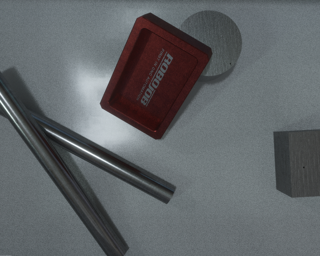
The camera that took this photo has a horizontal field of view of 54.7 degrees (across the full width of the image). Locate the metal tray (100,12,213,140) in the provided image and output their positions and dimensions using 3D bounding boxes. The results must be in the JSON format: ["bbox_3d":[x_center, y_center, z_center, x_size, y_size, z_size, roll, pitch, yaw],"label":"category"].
[{"bbox_3d":[-0.008,-0.058,0.376,0.090,0.030,0.129,30,122,-1],"label":"metal tray"}]

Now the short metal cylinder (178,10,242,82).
[{"bbox_3d":[0.059,-0.103,0.400,0.081,0.050,0.079,0,90,-1],"label":"short metal cylinder"}]

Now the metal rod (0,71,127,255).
[{"bbox_3d":[-0.135,0.045,0.391,0.025,0.025,0.299,-33,98,0],"label":"metal rod"}]

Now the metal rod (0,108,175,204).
[{"bbox_3d":[-0.118,0.019,0.409,0.301,0.025,0.025,28,90,-1],"label":"metal rod"}]

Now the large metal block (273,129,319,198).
[{"bbox_3d":[0.198,0.043,0.402,0.081,0.050,0.079,-3,90,-1],"label":"large metal block"}]
